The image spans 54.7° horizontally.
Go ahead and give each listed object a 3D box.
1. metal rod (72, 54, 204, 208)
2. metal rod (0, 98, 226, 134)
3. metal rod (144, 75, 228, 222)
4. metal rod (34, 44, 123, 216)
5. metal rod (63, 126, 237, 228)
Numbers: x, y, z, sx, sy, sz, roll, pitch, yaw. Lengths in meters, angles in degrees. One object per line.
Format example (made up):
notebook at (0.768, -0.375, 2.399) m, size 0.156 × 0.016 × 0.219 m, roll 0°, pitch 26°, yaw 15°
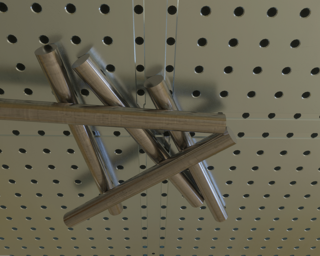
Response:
metal rod at (-0.013, 0.023, 0.430) m, size 0.025 × 0.025 × 0.300 m, roll -24°, pitch 127°, yaw 19°
metal rod at (-0.073, -0.015, 0.365) m, size 0.302 × 0.025 × 0.025 m, roll 4°, pitch 130°, yaw -4°
metal rod at (0.050, 0.050, 0.454) m, size 0.025 × 0.025 × 0.299 m, roll -18°, pitch 128°, yaw 14°
metal rod at (-0.099, 0.026, 0.432) m, size 0.025 × 0.025 × 0.298 m, roll -8°, pitch 130°, yaw 6°
metal rod at (-0.028, 0.079, 0.445) m, size 0.300 × 0.025 × 0.025 m, roll -31°, pitch 124°, yaw 23°
